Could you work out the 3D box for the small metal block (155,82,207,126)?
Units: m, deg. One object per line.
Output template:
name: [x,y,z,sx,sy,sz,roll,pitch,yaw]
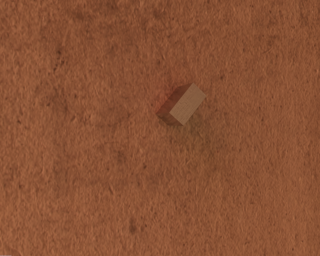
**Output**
small metal block: [0.027,-0.030,0.407,0.025,0.050,0.050,42,77,-16]
